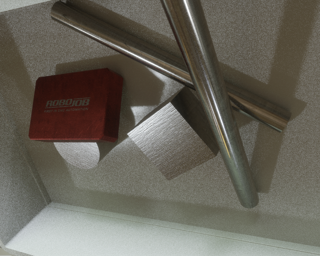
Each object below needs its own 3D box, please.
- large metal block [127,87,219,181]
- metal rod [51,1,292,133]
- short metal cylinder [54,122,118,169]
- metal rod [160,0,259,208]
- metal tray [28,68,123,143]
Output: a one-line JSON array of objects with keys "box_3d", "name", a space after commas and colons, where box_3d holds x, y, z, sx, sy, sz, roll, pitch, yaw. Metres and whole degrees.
[{"box_3d": [0.021, 0.008, 0.385, 0.080, 0.050, 0.080, -35, 99, 38], "name": "large metal block"}, {"box_3d": [0.004, -0.075, 0.358, 0.301, 0.025, 0.025, 28, 128, 10], "name": "metal rod"}, {"box_3d": [-0.109, 0.013, 0.456, 0.080, 0.050, 0.079, 13, 124, 20], "name": "short metal cylinder"}, {"box_3d": [0.063, 0.000, 0.303, 0.025, 0.025, 0.299, 0, 141, 28], "name": "metal rod"}, {"box_3d": [-0.114, -0.027, 0.415, 0.130, 0.030, 0.090, -1, 79, 28], "name": "metal tray"}]
